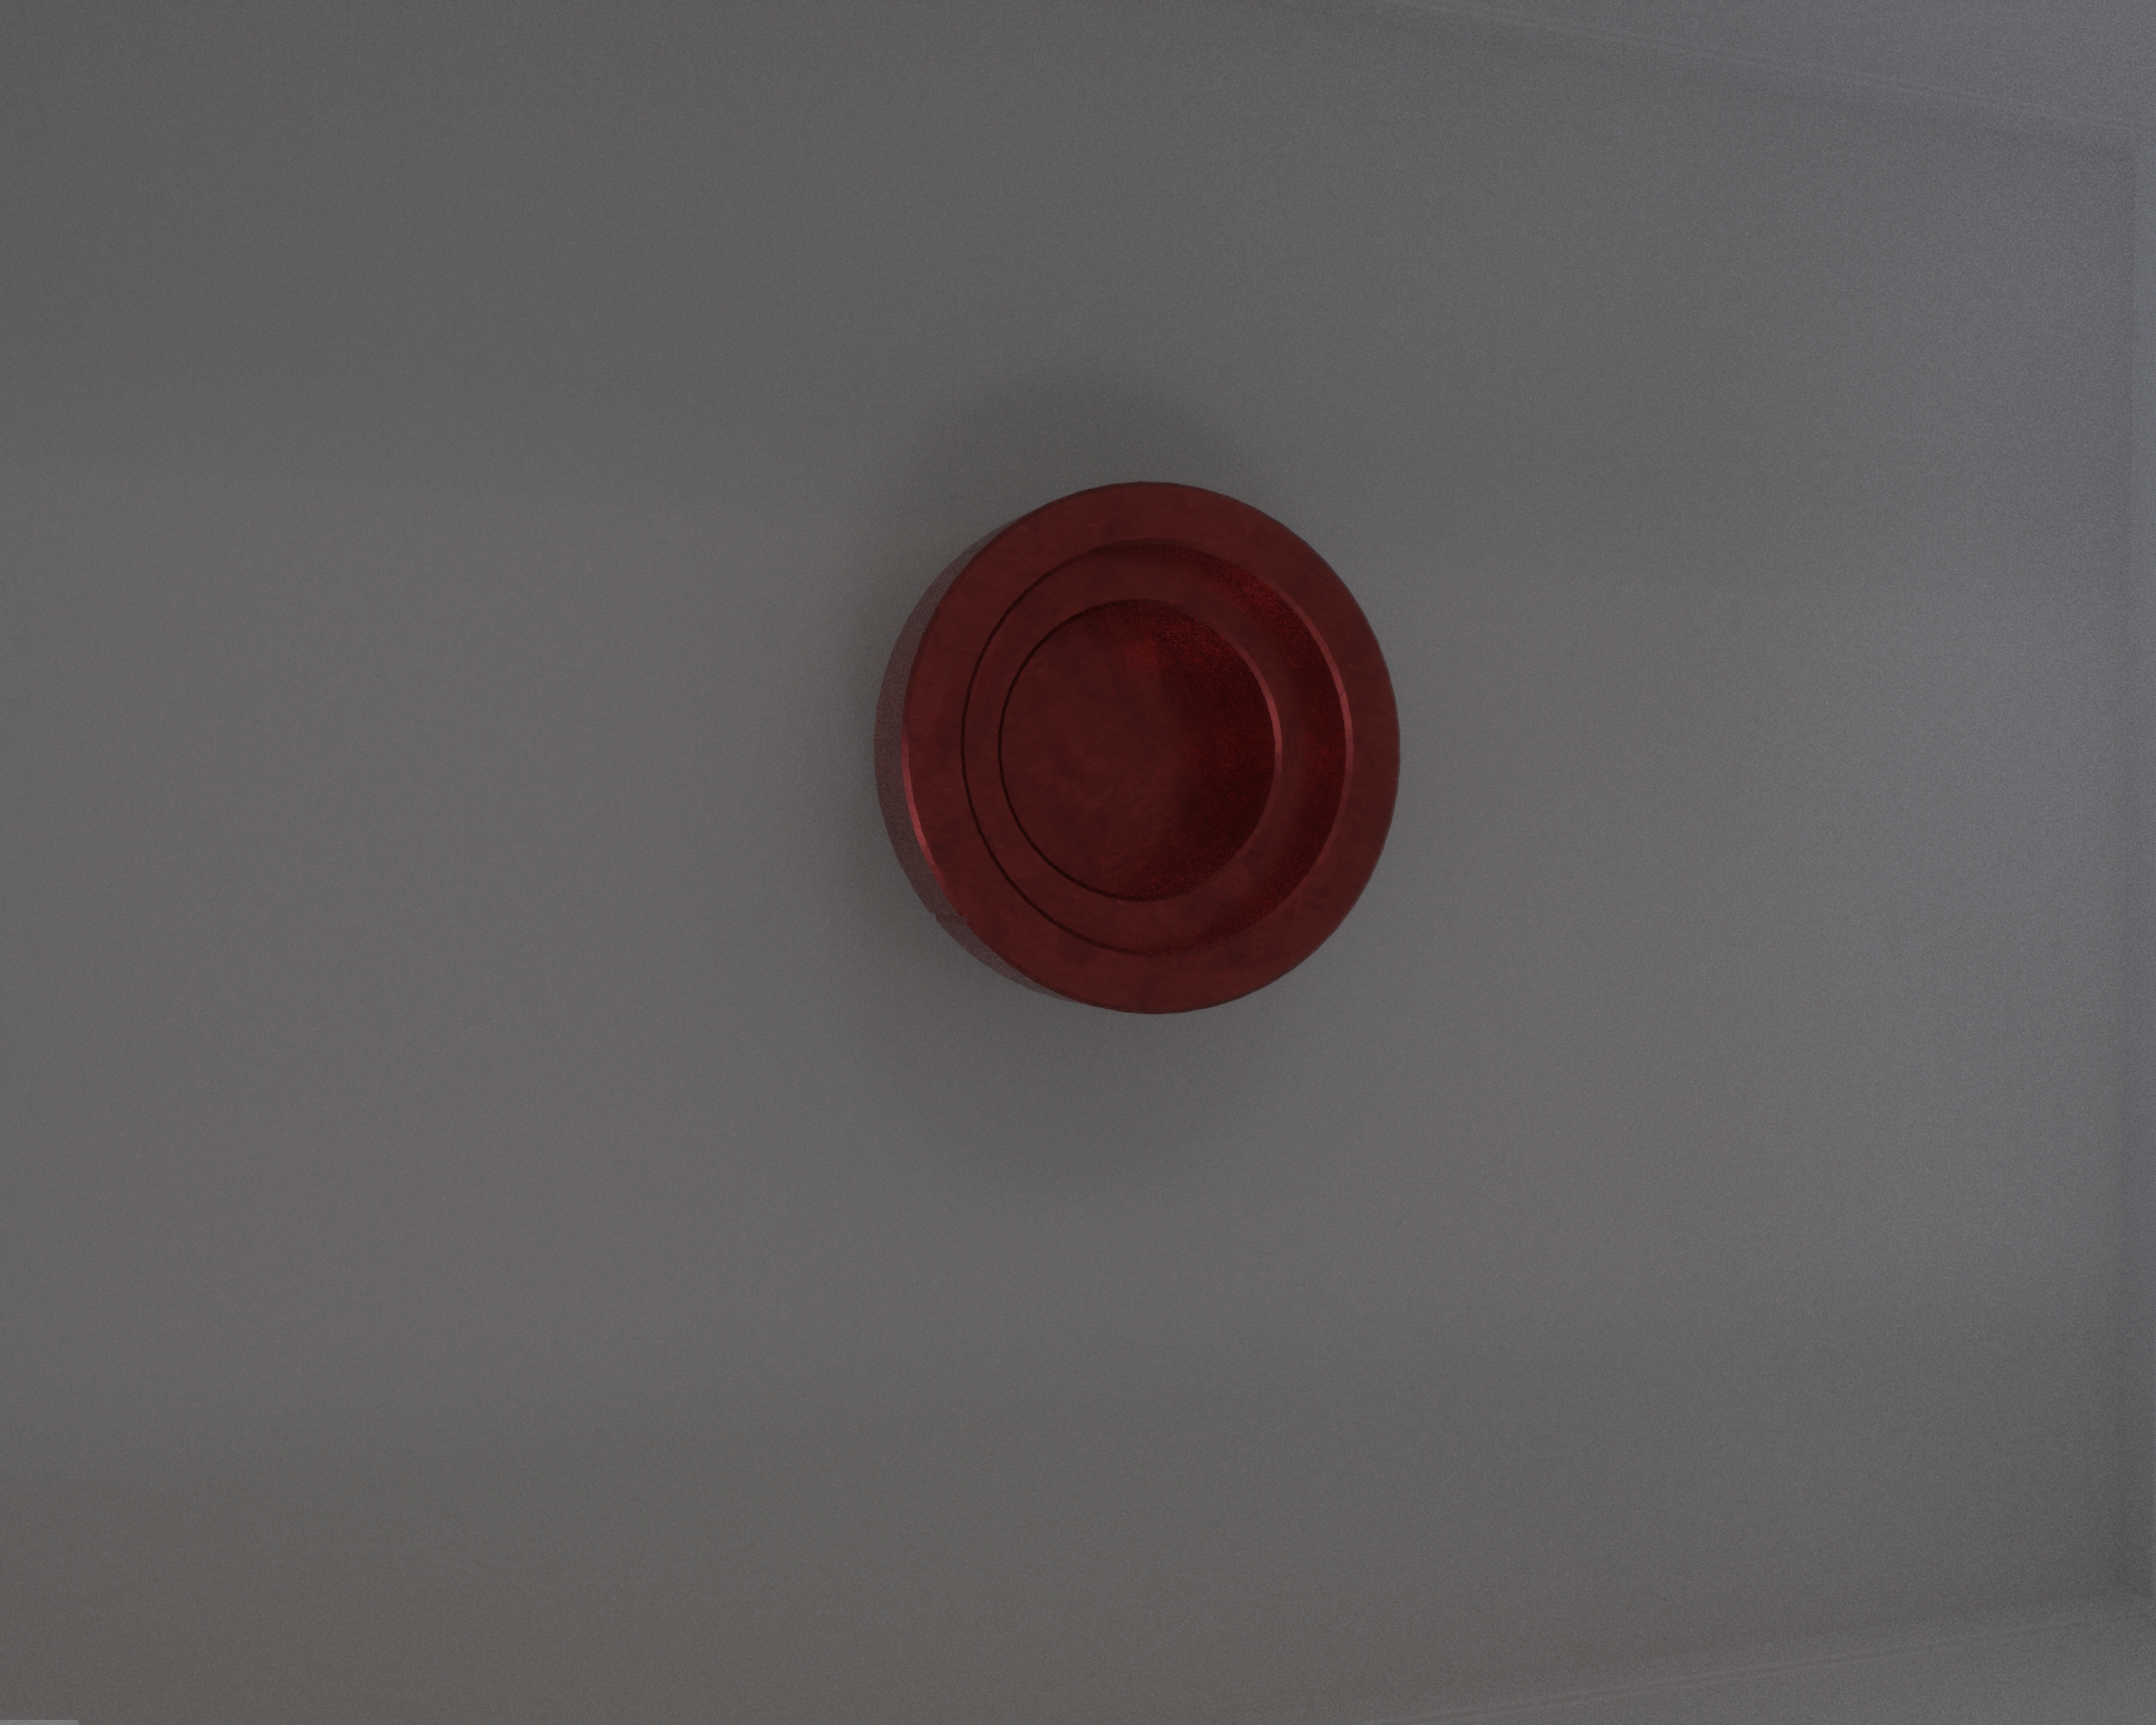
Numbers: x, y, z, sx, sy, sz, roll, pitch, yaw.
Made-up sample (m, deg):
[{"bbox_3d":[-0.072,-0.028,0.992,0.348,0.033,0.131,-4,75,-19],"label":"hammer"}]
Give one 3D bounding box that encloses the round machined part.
[{"bbox_3d":[0.008,-0.021,0.401,0.099,0.042,0.097,0,90,-20],"label":"round machined part"}]
